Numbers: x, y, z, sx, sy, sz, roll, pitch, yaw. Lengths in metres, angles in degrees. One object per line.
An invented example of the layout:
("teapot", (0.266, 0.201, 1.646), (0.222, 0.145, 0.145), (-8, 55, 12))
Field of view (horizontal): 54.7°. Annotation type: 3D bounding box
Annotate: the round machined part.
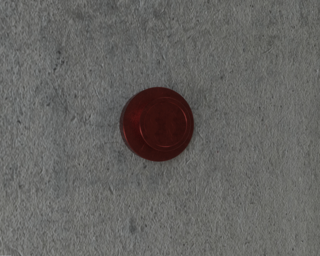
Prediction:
("round machined part", (0.000, -0.005, 0.402), (0.099, 0.042, 0.097), (0, 90, -21))
